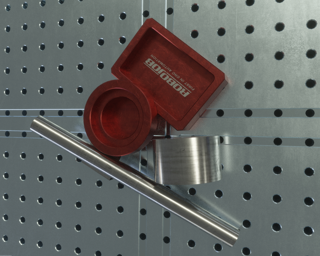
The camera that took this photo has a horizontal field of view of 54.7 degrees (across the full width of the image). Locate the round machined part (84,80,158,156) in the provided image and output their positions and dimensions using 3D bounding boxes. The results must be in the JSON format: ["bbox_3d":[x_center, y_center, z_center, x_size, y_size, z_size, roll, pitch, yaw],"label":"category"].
[{"bbox_3d":[-0.048,-0.013,0.411,0.098,0.042,0.097,0,90,21],"label":"round machined part"}]

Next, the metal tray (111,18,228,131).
[{"bbox_3d":[0.010,-0.069,0.405,0.130,0.030,0.090,42,102,15],"label":"metal tray"}]

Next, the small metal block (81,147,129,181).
[{"bbox_3d":[-0.075,0.038,0.438,0.050,0.025,0.050,30,99,17],"label":"small metal block"}]

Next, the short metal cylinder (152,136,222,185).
[{"bbox_3d":[0.032,0.036,0.370,0.080,0.080,0.050,-4,89,19],"label":"short metal cylinder"}]

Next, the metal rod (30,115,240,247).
[{"bbox_3d":[-0.038,0.065,0.403,0.301,0.025,0.025,28,99,8],"label":"metal rod"}]
